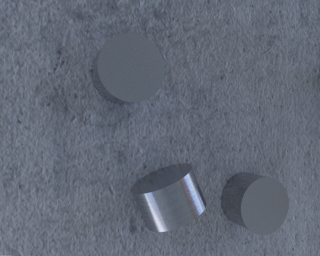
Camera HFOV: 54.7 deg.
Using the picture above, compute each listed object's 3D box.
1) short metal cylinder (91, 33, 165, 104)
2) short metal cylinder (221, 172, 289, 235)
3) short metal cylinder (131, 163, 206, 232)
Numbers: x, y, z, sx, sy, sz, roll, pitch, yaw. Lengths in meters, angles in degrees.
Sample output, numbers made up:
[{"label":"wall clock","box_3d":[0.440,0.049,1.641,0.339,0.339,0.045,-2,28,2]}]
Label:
[{"label":"short metal cylinder","box_3d":[-0.040,-0.070,0.381,0.081,0.050,0.079,0,90,-21]},{"label":"short metal cylinder","box_3d":[0.137,0.107,0.448,0.081,0.050,0.079,0,90,-21]},{"label":"short metal cylinder","box_3d":[0.011,0.084,0.385,0.081,0.080,0.050,-25,99,-19]}]
